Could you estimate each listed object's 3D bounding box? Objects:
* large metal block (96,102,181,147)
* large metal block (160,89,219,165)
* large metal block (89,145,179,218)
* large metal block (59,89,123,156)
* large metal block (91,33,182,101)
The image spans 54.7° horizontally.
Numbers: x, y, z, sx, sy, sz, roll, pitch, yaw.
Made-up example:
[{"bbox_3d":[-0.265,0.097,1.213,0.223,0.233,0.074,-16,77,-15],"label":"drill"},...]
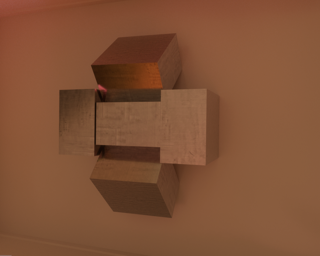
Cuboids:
[{"bbox_3d":[-0.023,-0.005,0.388,0.080,0.080,0.050,1,91,20],"label":"large metal block"},{"bbox_3d":[0.038,-0.002,0.367,0.050,0.080,0.080,1,90,20],"label":"large metal block"},{"bbox_3d":[-0.027,0.066,0.382,0.080,0.080,0.050,1,49,19],"label":"large metal block"},{"bbox_3d":[-0.087,-0.007,0.411,0.050,0.080,0.080,1,90,20],"label":"large metal block"},{"bbox_3d":[-0.024,-0.075,0.382,0.080,0.080,0.050,2,128,20],"label":"large metal block"}]
